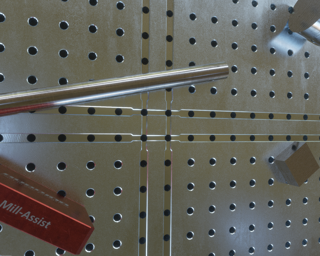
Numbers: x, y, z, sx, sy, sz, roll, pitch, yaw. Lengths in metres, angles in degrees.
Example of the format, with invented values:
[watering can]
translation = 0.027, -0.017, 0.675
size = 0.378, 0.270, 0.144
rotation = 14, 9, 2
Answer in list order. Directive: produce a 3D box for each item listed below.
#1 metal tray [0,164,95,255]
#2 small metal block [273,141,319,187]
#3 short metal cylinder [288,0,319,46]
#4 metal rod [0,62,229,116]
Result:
[metal tray]
translation = -0.139, 0.079, 0.327
size = 0.130, 0.090, 0.030
rotation = 33, 80, -17
[small metal block]
translation = 0.218, 0.057, 0.493
size = 0.050, 0.025, 0.050
rotation = -36, 102, -16
[short metal cylinder]
translation = 0.247, -0.173, 0.474
size = 0.050, 0.080, 0.080
rotation = 21, 83, -19
[metal rod]
translation = -0.047, -0.054, 0.395
size = 0.302, 0.025, 0.025
rotation = -12, 94, -20
